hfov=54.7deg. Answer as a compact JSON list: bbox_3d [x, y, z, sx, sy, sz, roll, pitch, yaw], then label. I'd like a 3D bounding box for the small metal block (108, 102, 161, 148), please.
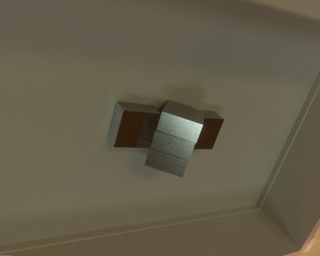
[{"bbox_3d":[-0.033,-0.003,0.388,0.050,0.025,0.050,4,117,-31],"label":"small metal block"}]

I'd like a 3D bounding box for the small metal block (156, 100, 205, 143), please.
[{"bbox_3d":[0.027,-0.009,0.388,0.050,0.050,0.025,19,112,3],"label":"small metal block"}]

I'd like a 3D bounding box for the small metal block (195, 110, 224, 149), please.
[{"bbox_3d":[0.056,0.002,0.441,0.050,0.025,0.050,3,117,-30],"label":"small metal block"}]

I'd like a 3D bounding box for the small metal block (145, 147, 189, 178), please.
[{"bbox_3d":[0.012,0.035,0.407,0.050,0.050,0.025,18,113,3],"label":"small metal block"}]

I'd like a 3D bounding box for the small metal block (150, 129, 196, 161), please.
[{"bbox_3d":[0.019,0.013,0.397,0.050,0.050,0.025,18,113,3],"label":"small metal block"}]
